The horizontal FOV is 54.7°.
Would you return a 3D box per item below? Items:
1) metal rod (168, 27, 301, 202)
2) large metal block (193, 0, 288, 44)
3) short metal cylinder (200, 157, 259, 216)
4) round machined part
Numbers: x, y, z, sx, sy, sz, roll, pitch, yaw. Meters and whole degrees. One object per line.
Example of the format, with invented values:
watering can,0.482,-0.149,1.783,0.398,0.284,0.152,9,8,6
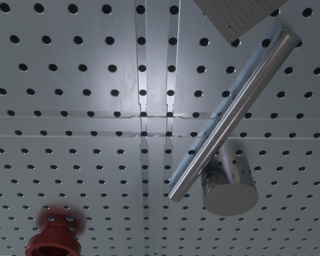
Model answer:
metal rod,0.081,0.005,0.416,0.025,0.025,0.298,17,128,-14
large metal block,0.069,-0.139,0.278,0.080,0.050,0.080,-35,122,26
short metal cylinder,0.104,0.090,0.473,0.081,0.050,0.079,0,130,0
round machined part,-0.199,0.224,0.590,0.099,0.042,0.097,0,130,0
